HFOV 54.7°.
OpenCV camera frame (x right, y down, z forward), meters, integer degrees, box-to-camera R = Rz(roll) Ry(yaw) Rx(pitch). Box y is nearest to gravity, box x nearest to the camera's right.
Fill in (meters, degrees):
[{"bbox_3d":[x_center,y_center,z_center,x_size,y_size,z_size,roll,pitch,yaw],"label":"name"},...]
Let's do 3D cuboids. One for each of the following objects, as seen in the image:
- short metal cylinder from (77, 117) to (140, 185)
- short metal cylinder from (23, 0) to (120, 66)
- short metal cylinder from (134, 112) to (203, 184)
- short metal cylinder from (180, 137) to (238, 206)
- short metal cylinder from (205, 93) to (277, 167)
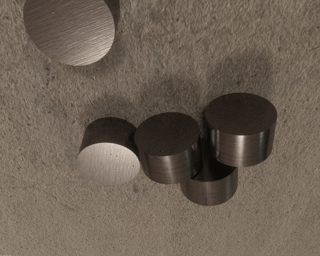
[{"bbox_3d":[-0.066,0.032,0.417,0.081,0.050,0.079,0,130,0],"label":"short metal cylinder"},{"bbox_3d":[-0.081,-0.108,0.298,0.081,0.050,0.079,0,130,0],"label":"short metal cylinder"},{"bbox_3d":[0.012,0.024,0.392,0.080,0.080,0.050,-7,130,5],"label":"short metal cylinder"},{"bbox_3d":[0.065,0.058,0.422,0.080,0.080,0.050,-6,130,5],"label":"short metal cylinder"},{"bbox_3d":[0.096,0.001,0.373,0.080,0.080,0.050,-6,130,4],"label":"short metal cylinder"}]
